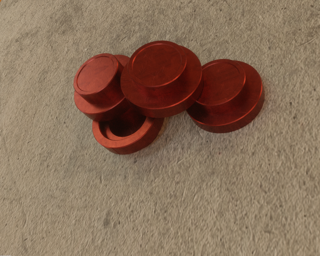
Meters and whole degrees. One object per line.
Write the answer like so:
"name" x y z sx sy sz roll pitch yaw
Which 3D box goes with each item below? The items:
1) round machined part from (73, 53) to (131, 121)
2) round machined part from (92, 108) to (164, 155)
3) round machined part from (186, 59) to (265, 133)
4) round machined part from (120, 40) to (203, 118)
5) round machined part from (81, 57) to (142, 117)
"round machined part" -0.075 -0.061 0.415 0.098 0.042 0.098 -13 56 20
"round machined part" -0.038 -0.008 0.418 0.098 0.042 0.098 -13 56 20
"round machined part" 0.075 -0.046 0.382 0.098 0.042 0.098 -13 56 20
"round machined part" 0.000 -0.064 0.365 0.098 0.042 0.098 -5 60 10
"round machined part" -0.082 -0.070 0.477 0.098 0.042 0.098 -13 56 20
